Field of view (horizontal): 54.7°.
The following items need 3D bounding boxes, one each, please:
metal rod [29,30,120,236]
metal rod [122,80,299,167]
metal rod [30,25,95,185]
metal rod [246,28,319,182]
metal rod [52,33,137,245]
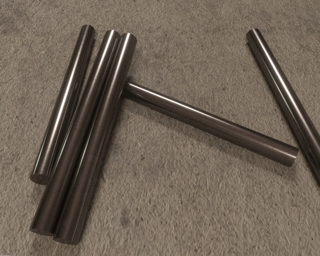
[{"bbox_3d":[-0.096,-0.018,0.395,0.025,0.025,0.300,7,57,5],"label":"metal rod"},{"bbox_3d":[0.032,-0.021,0.421,0.301,0.025,0.025,24,54,18],"label":"metal rod"},{"bbox_3d":[-0.130,-0.056,0.448,0.025,0.025,0.300,2,50,1],"label":"metal rod"},{"bbox_3d":[0.181,-0.049,0.446,0.025,0.025,0.300,-5,50,-5],"label":"metal rod"},{"bbox_3d":[-0.071,-0.011,0.389,0.025,0.025,0.300,7,57,5],"label":"metal rod"}]
